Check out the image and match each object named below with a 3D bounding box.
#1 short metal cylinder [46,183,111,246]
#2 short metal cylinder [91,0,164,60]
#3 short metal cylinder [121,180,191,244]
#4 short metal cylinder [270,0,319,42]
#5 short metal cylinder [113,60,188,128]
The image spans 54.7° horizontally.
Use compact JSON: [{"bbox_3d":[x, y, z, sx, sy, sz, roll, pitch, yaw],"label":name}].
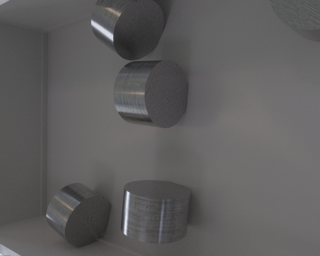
[{"bbox_3d":[-0.123,0.131,0.473,0.050,0.081,0.079,20,103,38],"label":"short metal cylinder"},{"bbox_3d":[-0.041,-0.136,0.405,0.050,0.081,0.080,41,115,32],"label":"short metal cylinder"},{"bbox_3d":[-0.005,0.098,0.375,0.080,0.081,0.050,8,96,39],"label":"short metal cylinder"},{"bbox_3d":[0.145,-0.121,0.271,0.080,0.050,0.080,0,90,40],"label":"short metal cylinder"},{"bbox_3d":[-0.010,-0.042,0.379,0.050,0.081,0.079,8,95,40],"label":"short metal cylinder"}]
